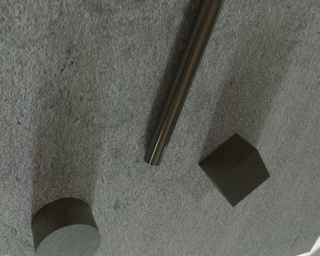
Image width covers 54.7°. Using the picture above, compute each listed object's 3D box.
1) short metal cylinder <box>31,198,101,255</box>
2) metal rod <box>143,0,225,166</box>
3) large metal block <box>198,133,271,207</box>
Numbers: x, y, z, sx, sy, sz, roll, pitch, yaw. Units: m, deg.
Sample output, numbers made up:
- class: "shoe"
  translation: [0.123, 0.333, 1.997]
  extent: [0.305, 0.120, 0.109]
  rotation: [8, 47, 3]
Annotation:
- class: "short metal cylinder"
  translation: [-0.125, 0.140, 0.410]
  extent: [0.081, 0.050, 0.079]
  rotation: [-14, 125, -21]
- class: "metal rod"
  translation: [0.038, -0.084, 0.376]
  extent: [0.025, 0.025, 0.298]
  rotation: [7, 115, -32]
- class: "large metal block"
  translation: [0.122, 0.069, 0.502]
  extent: [0.080, 0.050, 0.080]
  rotation: [-39, 130, -2]
